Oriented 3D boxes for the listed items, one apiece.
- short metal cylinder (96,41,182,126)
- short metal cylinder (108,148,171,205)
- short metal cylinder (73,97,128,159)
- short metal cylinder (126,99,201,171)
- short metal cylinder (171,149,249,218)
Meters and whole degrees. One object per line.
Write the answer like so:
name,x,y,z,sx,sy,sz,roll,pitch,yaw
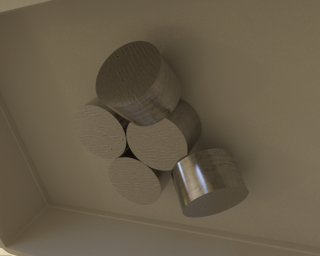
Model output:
short metal cylinder,-0.023,-0.048,0.343,0.080,0.080,0.050,-3,155,29
short metal cylinder,-0.025,0.061,0.439,0.080,0.050,0.079,13,124,20
short metal cylinder,-0.069,-0.005,0.421,0.080,0.050,0.079,13,124,20
short metal cylinder,0.005,0.006,0.390,0.080,0.050,0.079,13,124,20
short metal cylinder,0.059,0.068,0.374,0.081,0.050,0.080,-12,145,-8
